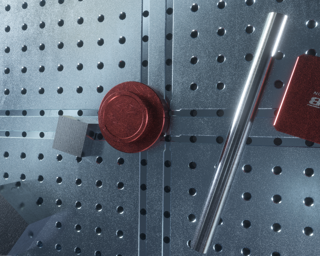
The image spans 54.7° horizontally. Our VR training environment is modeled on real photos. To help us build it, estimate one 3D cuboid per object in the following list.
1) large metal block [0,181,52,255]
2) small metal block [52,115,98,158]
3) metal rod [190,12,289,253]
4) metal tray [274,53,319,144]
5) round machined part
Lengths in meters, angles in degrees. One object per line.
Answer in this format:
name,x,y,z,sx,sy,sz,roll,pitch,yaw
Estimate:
large metal block,-0.230,0.142,0.478,0.080,0.050,0.080,40,102,15
small metal block,-0.125,0.012,0.455,0.050,0.025,0.050,15,95,19
metal rod,0.095,0.011,0.378,0.025,0.025,0.298,19,96,18
metal tray,0.204,-0.021,0.339,0.130,0.030,0.089,19,96,18
round machined part,-0.041,-0.015,0.417,0.098,0.042,0.097,0,90,19
